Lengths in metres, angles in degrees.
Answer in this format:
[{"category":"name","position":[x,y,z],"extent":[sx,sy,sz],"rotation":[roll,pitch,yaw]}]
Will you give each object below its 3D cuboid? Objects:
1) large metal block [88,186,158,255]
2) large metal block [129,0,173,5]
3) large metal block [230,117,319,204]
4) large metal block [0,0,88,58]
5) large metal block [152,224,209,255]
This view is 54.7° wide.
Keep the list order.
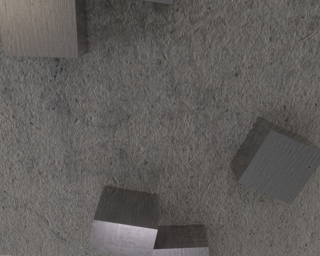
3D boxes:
[{"category":"large metal block","position":[-0.047,0.128,0.427],"extent":[0.081,0.080,0.050],"rotation":[10,110,-4]},{"category":"large metal block","position":[-0.022,-0.179,0.330],"extent":[0.081,0.050,0.079],"rotation":[7,110,-3]},{"category":"large metal block","position":[0.153,0.043,0.413],"extent":[0.080,0.050,0.080],"rotation":[24,108,-9]},{"category":"large metal block","position":[-0.129,-0.124,0.349],"extent":[0.081,0.050,0.079],"rotation":[2,110,-1]},{"category":"large metal block","position":[0.030,0.196,0.469],"extent":[0.080,0.050,0.079],"rotation":[-3,110,1]}]
